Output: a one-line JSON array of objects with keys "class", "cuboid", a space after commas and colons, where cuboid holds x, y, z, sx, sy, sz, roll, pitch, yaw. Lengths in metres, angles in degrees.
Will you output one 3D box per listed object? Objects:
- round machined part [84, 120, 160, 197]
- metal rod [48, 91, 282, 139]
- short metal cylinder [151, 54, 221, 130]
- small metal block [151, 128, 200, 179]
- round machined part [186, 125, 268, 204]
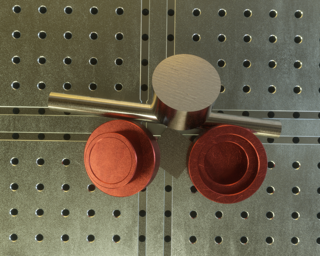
[{"class": "round machined part", "cuboid": [-0.053, 0.038, 0.388, 0.098, 0.042, 0.097, 0, 91, 18]}, {"class": "metal rod", "cuboid": [0.007, -0.017, 0.410, 0.302, 0.025, 0.025, 7, 90, 0]}, {"class": "short metal cylinder", "cuboid": [0.030, -0.044, 0.383, 0.081, 0.050, 0.080, 2, 65, -3]}, {"class": "small metal block", "cuboid": [0.017, 0.031, 0.410, 0.050, 0.025, 0.050, 36, 90, 0]}, {"class": "round machined part", "cuboid": [0.083, 0.044, 0.400, 0.099, 0.042, 0.097, 0, 92, -3]}]
